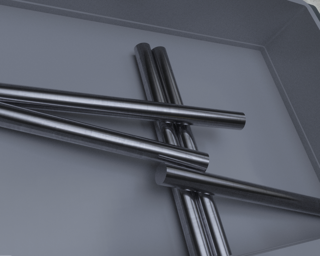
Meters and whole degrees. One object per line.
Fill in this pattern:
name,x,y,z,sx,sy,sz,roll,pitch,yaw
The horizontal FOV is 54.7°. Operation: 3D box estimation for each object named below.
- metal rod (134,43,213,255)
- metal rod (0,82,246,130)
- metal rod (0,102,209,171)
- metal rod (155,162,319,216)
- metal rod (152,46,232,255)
metal rod,0.010,0.013,0.401,0.025,0.025,0.299,-1,62,-29
metal rod,-0.034,-0.023,0.376,0.302,0.025,0.025,6,59,-18
metal rod,-0.088,0.006,0.338,0.302,0.025,0.025,15,56,-14
metal rod,0.131,0.086,0.402,0.302,0.025,0.025,16,55,-26
metal rod,0.034,0.015,0.412,0.025,0.025,0.299,-1,62,-29
